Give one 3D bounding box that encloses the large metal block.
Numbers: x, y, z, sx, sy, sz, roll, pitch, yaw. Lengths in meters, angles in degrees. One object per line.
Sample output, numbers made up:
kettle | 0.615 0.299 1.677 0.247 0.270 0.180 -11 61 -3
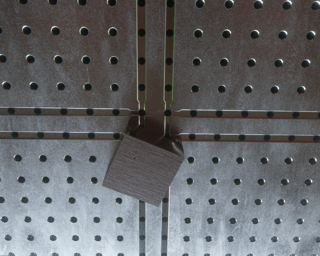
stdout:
large metal block | -0.022 0.047 0.417 0.080 0.050 0.079 23 108 -9
